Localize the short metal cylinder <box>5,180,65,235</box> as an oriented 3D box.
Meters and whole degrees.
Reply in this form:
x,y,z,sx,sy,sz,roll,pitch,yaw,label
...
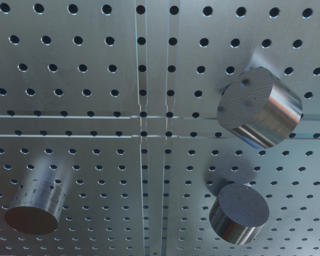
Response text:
x,y,z,sx,sy,sz,roll,pitch,yaw,label
-0.201,0.130,0.504,0.081,0.050,0.079,0,130,0,short metal cylinder

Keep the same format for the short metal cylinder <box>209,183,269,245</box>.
x,y,z,sx,sy,sz,roll,pitch,yaw,label
0.124,0.136,0.492,0.081,0.080,0.050,8,130,-7,short metal cylinder

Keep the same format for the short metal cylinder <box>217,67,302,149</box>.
x,y,z,sx,sy,sz,roll,pitch,yaw,label
0.113,-0.022,0.358,0.050,0.080,0.080,31,123,-24,short metal cylinder
